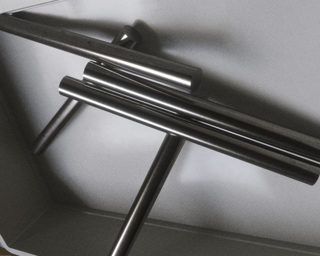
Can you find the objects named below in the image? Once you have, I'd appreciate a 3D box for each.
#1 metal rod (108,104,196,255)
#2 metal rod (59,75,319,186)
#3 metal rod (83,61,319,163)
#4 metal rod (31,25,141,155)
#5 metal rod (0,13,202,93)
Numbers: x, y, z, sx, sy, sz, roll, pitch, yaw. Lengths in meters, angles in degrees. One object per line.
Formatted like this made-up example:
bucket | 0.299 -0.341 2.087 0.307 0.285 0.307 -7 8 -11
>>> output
metal rod | -0.023 0.101 0.402 0.025 0.025 0.298 28 102 11
metal rod | 0.025 -0.001 0.352 0.301 0.025 0.025 20 126 8
metal rod | 0.057 -0.016 0.343 0.301 0.025 0.025 20 126 7
metal rod | -0.123 -0.036 0.451 0.025 0.025 0.299 47 129 -5
metal rod | -0.090 -0.097 0.369 0.300 0.025 0.025 22 127 25
